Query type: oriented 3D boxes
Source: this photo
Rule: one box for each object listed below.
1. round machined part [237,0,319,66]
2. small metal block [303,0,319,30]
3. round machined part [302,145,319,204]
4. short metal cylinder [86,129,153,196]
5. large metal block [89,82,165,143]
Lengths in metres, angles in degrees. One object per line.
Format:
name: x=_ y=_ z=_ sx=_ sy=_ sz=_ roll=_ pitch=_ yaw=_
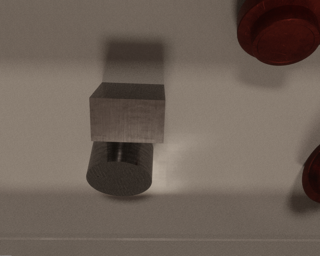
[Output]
round machined part: x=0.135 y=-0.106 z=0.338 sx=0.099 sy=0.042 sz=0.098 roll=5 pitch=151 yaw=3
small metal block: x=0.201 y=-0.129 z=0.351 sx=0.050 sy=0.050 sz=0.025 roll=43 pitch=93 yaw=-15
round machined part: x=0.237 y=0.059 z=0.398 sx=0.042 sy=0.098 sz=0.097 roll=29 pitch=107 yaw=-11
short metal cylinder: x=-0.049 y=0.046 z=0.397 sx=0.081 sy=0.050 sz=0.080 roll=1 pitch=138 yaw=1
large metal block: x=-0.036 y=-0.021 z=0.374 sx=0.081 sy=0.080 sz=0.050 roll=2 pitch=110 yaw=-1
